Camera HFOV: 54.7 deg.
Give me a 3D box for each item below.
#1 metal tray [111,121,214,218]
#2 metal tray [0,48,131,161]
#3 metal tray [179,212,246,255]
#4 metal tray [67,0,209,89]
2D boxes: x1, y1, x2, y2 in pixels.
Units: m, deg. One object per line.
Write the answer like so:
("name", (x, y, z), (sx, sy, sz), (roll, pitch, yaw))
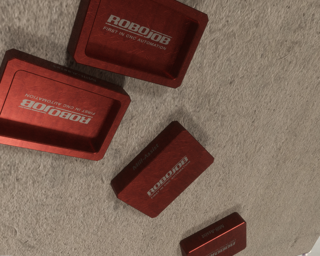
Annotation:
("metal tray", (0.006, 0.063, 0.447), (0.130, 0.030, 0.090), (-44, 130, 2))
("metal tray", (-0.108, -0.018, 0.333), (0.131, 0.030, 0.089), (16, 110, -35))
("metal tray", (0.107, 0.229, 0.607), (0.131, 0.030, 0.089), (-23, 127, -15))
("metal tray", (-0.021, -0.100, 0.330), (0.131, 0.030, 0.089), (10, 114, -33))
